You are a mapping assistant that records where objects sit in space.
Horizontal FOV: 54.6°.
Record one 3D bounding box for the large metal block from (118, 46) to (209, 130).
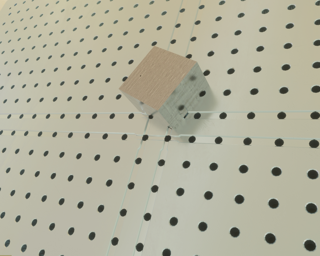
[{"bbox_3d":[0.005,-0.057,0.425,0.080,0.050,0.080,31,79,38],"label":"large metal block"}]
